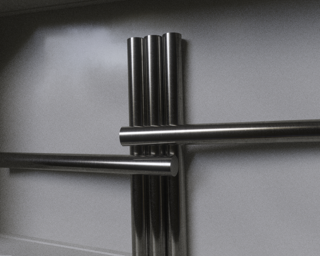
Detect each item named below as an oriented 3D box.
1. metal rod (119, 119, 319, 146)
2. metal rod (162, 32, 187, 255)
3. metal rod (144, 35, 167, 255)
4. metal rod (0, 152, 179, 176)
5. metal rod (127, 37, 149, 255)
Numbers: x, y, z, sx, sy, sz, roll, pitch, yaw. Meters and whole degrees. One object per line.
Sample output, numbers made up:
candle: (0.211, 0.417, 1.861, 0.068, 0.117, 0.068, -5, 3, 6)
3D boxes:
metal rod: (0.100, 0.005, 0.355, 0.301, 0.025, 0.025, -2, 89, 13)
metal rod: (0.019, 0.028, 0.402, 0.025, 0.025, 0.298, -2, 89, 19)
metal rod: (-0.005, 0.029, 0.410, 0.025, 0.025, 0.298, -2, 89, 19)
metal rod: (-0.119, 0.048, 0.432, 0.301, 0.025, 0.025, -1, 90, 25)
metal rod: (-0.028, 0.030, 0.418, 0.025, 0.025, 0.298, -2, 89, 19)
